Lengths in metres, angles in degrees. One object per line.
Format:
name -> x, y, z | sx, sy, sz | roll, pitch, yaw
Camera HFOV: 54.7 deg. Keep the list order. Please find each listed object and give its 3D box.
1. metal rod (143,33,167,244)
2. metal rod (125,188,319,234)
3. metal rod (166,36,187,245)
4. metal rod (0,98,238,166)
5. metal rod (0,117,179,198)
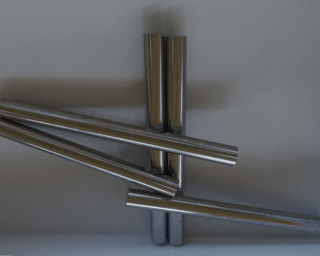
metal rod -> -0.004, 0.028, 0.418 | 0.025, 0.025, 0.298 | -1, 110, 0
metal rod -> 0.102, 0.119, 0.437 | 0.302, 0.025, 0.025 | 11, 110, -11
metal rod -> 0.022, 0.030, 0.420 | 0.025, 0.025, 0.298 | -1, 110, 0
metal rod -> -0.054, 0.005, 0.390 | 0.302, 0.025, 0.025 | 12, 110, 3
metal rod -> -0.120, 0.029, 0.405 | 0.302, 0.025, 0.025 | 20, 109, -2
